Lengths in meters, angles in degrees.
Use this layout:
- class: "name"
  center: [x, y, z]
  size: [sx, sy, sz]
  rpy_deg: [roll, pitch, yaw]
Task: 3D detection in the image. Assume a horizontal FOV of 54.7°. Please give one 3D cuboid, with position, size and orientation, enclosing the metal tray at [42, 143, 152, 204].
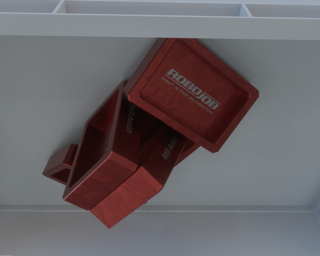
- class: "metal tray"
  center: [-0.089, 0.073, 0.442]
  size: [0.130, 0.030, 0.090]
  rpy_deg: [32, 147, -25]

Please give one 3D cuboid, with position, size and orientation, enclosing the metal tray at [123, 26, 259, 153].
- class: "metal tray"
  center: [0.037, -0.040, 0.348]
  size: [0.131, 0.030, 0.090]
  rpy_deg: [32, 98, -24]

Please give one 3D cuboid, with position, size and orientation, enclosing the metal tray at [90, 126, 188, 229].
- class: "metal tray"
  center: [-0.018, 0.048, 0.363]
  size: [0.030, 0.131, 0.090]
  rpy_deg: [45, 119, -5]

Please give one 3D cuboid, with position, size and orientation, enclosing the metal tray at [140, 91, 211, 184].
- class: "metal tray"
  center: [-0.006, 0.016, 0.417]
  size: [0.090, 0.030, 0.129]
  rpy_deg: [32, 123, -25]

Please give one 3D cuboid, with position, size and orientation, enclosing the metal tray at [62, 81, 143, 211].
- class: "metal tray"
  center: [-0.060, 0.015, 0.349]
  size: [0.030, 0.130, 0.090]
  rpy_deg: [33, 123, -24]
